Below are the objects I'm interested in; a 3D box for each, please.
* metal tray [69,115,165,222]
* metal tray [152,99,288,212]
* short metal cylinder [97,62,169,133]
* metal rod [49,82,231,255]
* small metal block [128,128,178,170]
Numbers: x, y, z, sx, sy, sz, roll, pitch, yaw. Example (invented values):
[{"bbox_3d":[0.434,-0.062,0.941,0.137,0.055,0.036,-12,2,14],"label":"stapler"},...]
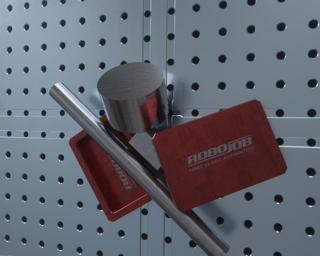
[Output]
[{"bbox_3d":[-0.058,0.050,0.426,0.090,0.030,0.130,-33,80,17],"label":"metal tray"},{"bbox_3d":[0.066,0.030,0.355,0.131,0.030,0.090,-19,83,-6],"label":"metal tray"},{"bbox_3d":[-0.032,-0.039,0.384,0.080,0.080,0.050,9,135,19],"label":"short metal cylinder"},{"bbox_3d":[-0.035,0.046,0.389,0.300,0.025,0.025,43,103,14],"label":"metal rod"},{"bbox_3d":[-0.005,0.025,0.396,0.050,0.050,0.025,42,103,15],"label":"small metal block"}]
